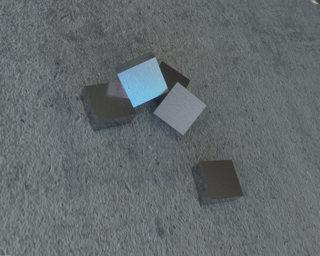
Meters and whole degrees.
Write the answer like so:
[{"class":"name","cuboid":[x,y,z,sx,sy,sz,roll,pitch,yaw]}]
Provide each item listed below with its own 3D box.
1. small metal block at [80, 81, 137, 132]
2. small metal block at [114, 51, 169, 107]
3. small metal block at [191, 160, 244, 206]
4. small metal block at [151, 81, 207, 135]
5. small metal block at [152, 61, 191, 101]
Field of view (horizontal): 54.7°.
[{"class":"small metal block","cuboid":[-0.065,-0.028,0.386,0.050,0.025,0.050,-14,69,-33]},{"class":"small metal block","cuboid":[-0.023,-0.062,0.394,0.050,0.050,0.025,-25,33,-2]},{"class":"small metal block","cuboid":[0.073,0.070,0.400,0.050,0.025,0.050,1,62,-28]},{"class":"small metal block","cuboid":[0.024,-0.027,0.411,0.050,0.025,0.050,37,92,-14]},{"class":"small metal block","cuboid":[0.010,-0.060,0.445,0.050,0.025,0.050,33,51,-7]}]
